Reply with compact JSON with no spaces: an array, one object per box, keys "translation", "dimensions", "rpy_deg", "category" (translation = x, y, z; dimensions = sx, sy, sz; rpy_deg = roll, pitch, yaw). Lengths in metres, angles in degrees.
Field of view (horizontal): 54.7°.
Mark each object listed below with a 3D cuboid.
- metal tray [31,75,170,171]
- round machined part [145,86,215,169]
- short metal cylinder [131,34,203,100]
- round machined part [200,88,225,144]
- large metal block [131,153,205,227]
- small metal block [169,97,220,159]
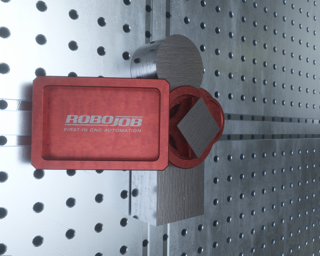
[{"translation":[-0.057,-0.004,0.311],"dimensions":[0.131,0.030,0.089],"rpy_deg":[1,89,-3],"category":"metal tray"},{"translation":[0.020,-0.001,0.377],"dimensions":[0.099,0.042,0.097],"rpy_deg":[0,90,-40],"category":"round machined part"},{"translation":[0.010,-0.075,0.400],"dimensions":[0.081,0.050,0.080],"rpy_deg":[0,90,-40],"category":"short metal cylinder"},{"translation":[0.055,-0.010,0.442],"dimensions":[0.099,0.042,0.097],"rpy_deg":[0,90,-40],"category":"round machined part"},{"translation":[0.011,0.073,0.398],"dimensions":[0.081,0.050,0.080],"rpy_deg":[1,90,-40],"category":"large metal block"},{"translation":[0.037,-0.001,0.360],"dimensions":[0.050,0.025,0.050],"rpy_deg":[-49,119,-29],"category":"small metal block"}]
